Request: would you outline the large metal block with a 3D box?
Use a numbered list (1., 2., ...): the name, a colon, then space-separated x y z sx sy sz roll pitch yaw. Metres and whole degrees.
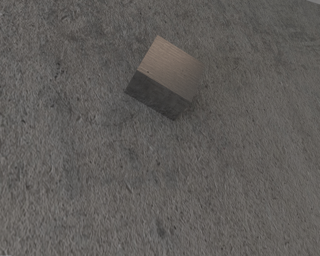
1. large metal block: 0.008 -0.070 0.434 0.080 0.050 0.080 30 52 -9
